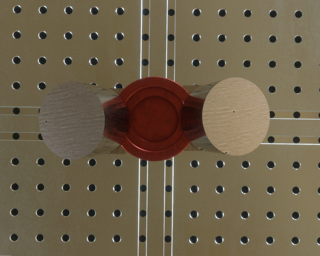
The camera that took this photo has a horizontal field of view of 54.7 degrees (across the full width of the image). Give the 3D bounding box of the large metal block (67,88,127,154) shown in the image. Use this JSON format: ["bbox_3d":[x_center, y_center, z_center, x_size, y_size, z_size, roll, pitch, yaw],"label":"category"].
[{"bbox_3d":[-0.081,-0.009,0.400,0.081,0.050,0.080,1,90,0],"label":"large metal block"}]

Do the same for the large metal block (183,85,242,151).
[{"bbox_3d":[0.069,-0.013,0.401,0.081,0.050,0.080,-1,90,0],"label":"large metal block"}]

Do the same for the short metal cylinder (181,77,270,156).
[{"bbox_3d":[0.070,-0.012,0.338,0.081,0.050,0.080,0,90,-20],"label":"short metal cylinder"}]

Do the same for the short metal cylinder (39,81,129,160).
[{"bbox_3d":[-0.082,-0.008,0.337,0.080,0.050,0.079,0,91,21],"label":"short metal cylinder"}]

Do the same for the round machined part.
[{"bbox_3d":[-0.006,-0.011,0.375,0.099,0.042,0.097,0,90,0],"label":"round machined part"}]
